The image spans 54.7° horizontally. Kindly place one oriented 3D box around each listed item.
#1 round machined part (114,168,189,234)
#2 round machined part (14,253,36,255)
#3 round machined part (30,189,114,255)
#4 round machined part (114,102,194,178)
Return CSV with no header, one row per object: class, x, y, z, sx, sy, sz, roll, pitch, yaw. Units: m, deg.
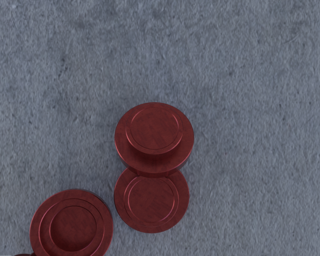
round machined part,-0.011,0.089,0.401,0.099,0.042,0.097,0,90,-1
round machined part,-0.143,0.189,0.372,0.098,0.098,0.042,42,90,-1
round machined part,-0.109,0.126,0.395,0.099,0.042,0.097,1,83,-8
round machined part,-0.007,0.009,0.382,0.099,0.042,0.098,1,62,-1
